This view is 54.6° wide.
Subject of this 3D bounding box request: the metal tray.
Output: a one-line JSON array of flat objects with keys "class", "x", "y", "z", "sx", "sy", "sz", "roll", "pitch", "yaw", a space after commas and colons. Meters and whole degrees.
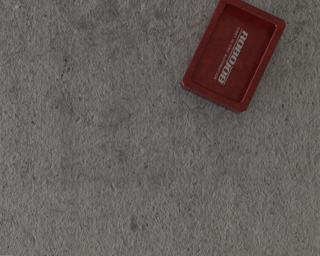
[{"class": "metal tray", "x": 0.094, "y": -0.095, "z": 0.407, "sx": 0.090, "sy": 0.030, "sz": 0.130, "roll": 25, "pitch": 90, "yaw": 0}]
